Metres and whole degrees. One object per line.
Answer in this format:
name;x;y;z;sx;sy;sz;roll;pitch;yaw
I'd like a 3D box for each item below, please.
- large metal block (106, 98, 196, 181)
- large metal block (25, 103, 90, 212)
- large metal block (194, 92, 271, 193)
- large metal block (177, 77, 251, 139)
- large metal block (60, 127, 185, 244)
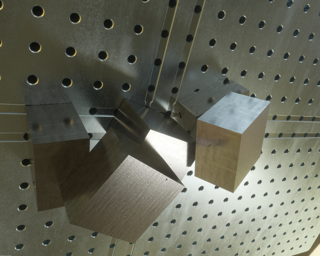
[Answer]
large metal block;-0.009;0.014;0.380;0.080;0.080;0.050;20;108;-36
large metal block;-0.111;0.028;0.332;0.050;0.080;0.079;-6;121;-26
large metal block;0.084;0.014;0.363;0.080;0.050;0.079;-37;137;-42
large metal block;0.079;-0.013;0.432;0.080;0.050;0.080;-27;128;-12
large metal block;-0.037;0.059;0.307;0.080;0.050;0.080;-49;129;6
